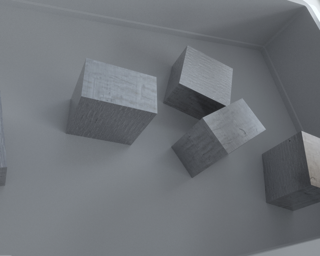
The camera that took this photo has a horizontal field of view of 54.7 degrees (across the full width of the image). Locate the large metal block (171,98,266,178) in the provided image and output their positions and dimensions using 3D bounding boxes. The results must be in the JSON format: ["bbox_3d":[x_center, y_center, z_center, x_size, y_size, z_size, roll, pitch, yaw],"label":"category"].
[{"bbox_3d":[0.075,0.014,0.404,0.081,0.080,0.050,-25,76,-37],"label":"large metal block"}]

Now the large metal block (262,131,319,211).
[{"bbox_3d":[0.195,0.063,0.440,0.050,0.080,0.080,20,54,-17],"label":"large metal block"}]

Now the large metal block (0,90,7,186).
[{"bbox_3d":[-0.188,0.012,0.281,0.081,0.050,0.080,-3,63,-30],"label":"large metal block"}]

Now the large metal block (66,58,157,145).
[{"bbox_3d":[-0.057,-0.026,0.357,0.081,0.080,0.050,12,57,-22],"label":"large metal block"}]

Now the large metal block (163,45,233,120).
[{"bbox_3d":[0.058,-0.064,0.462,0.080,0.050,0.080,24,53,-14],"label":"large metal block"}]
